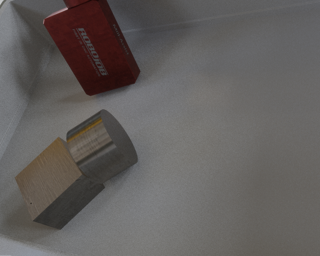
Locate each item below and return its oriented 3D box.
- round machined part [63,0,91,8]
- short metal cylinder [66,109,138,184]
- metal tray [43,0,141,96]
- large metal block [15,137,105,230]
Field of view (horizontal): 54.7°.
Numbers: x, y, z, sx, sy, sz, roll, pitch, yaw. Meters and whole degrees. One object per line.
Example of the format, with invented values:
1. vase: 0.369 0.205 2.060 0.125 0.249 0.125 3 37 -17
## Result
1. round machined part: -0.104 -0.195 0.414 0.098 0.042 0.098 -18 31 12
2. short metal cylinder: -0.072 0.023 0.392 0.050 0.080 0.080 -32 52 7
3. metal tray: -0.097 -0.117 0.458 0.090 0.130 0.030 -13 33 21
4. large metal block: -0.134 0.073 0.413 0.080 0.050 0.080 -44 51 -2
